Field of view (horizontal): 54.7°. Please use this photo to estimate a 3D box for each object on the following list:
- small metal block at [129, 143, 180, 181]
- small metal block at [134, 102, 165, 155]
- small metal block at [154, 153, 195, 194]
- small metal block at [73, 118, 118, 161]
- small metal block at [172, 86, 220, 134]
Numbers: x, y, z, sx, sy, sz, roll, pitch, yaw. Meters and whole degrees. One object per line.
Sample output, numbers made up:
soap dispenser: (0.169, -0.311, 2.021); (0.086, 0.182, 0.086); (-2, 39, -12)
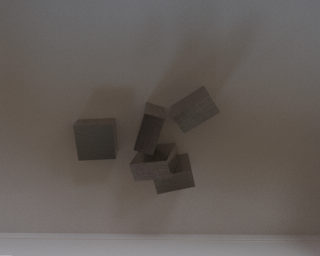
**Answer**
small metal block: (-0.006, 0.044, 0.408); (0.050, 0.050, 0.025); (-8, 110, 19)
small metal block: (-0.013, 0.000, 0.398); (0.025, 0.050, 0.050); (16, 109, -6)
small metal block: (0.018, 0.061, 0.420); (0.050, 0.050, 0.025); (-12, 110, 4)
small metal block: (-0.085, 0.015, 0.416); (0.050, 0.025, 0.050); (-3, 110, 1)
small metal block: (0.043, -0.024, 0.389); (0.050, 0.050, 0.025); (-31, 107, 11)
